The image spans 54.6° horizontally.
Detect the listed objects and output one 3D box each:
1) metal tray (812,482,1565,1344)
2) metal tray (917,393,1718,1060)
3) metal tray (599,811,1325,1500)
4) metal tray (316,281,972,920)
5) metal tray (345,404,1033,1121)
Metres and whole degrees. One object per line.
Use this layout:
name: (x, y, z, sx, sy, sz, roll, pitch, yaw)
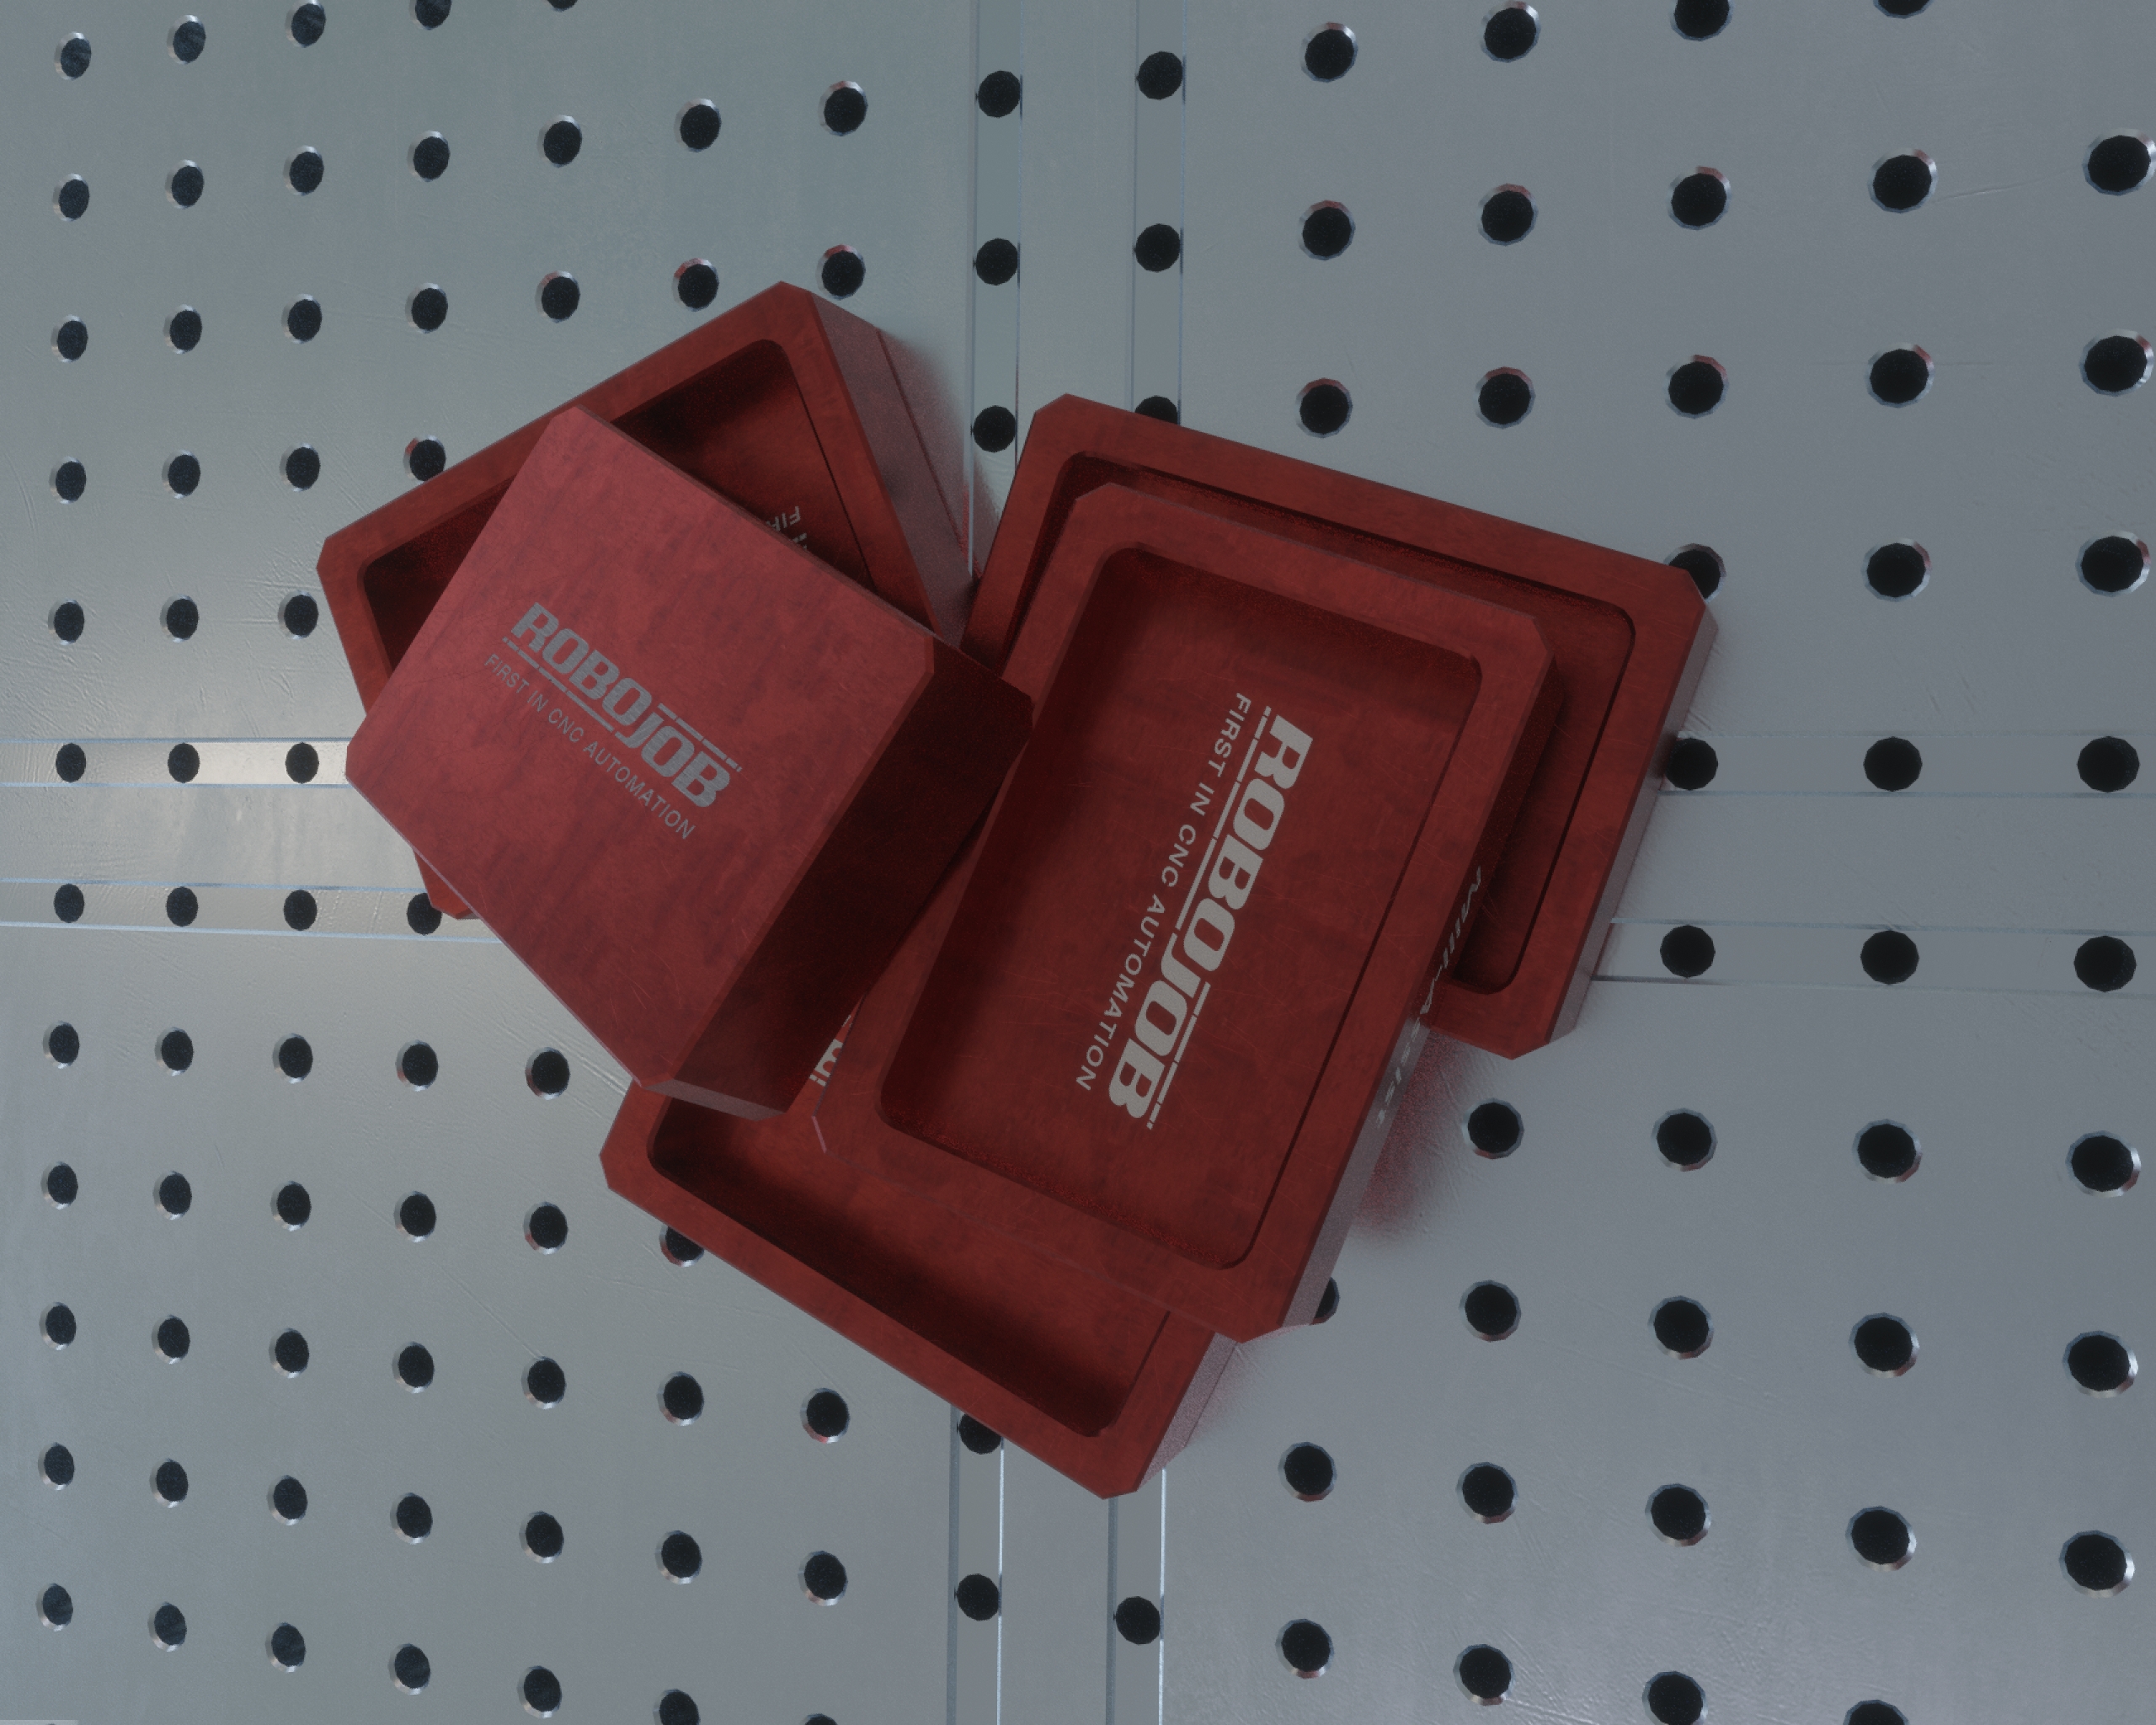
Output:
metal tray: (0.020, 0.008, 0.370, 0.090, 0.030, 0.130, 21, 85, 19)
metal tray: (0.042, -0.027, 0.394, 0.130, 0.030, 0.090, 20, 96, 19)
metal tray: (-0.022, 0.053, 0.418, 0.130, 0.030, 0.090, 28, 99, 18)
metal tray: (-0.090, -0.052, 0.442, 0.130, 0.030, 0.090, -24, 82, 19)
metal tray: (-0.079, -0.023, 0.395, 0.130, 0.030, 0.090, 36, 94, 39)
